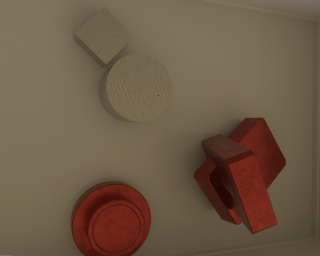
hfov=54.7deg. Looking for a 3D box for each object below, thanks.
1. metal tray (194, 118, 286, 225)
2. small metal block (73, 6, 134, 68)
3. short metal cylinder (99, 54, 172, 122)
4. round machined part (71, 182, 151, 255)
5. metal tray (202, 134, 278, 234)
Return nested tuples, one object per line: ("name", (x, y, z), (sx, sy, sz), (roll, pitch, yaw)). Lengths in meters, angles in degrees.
("metal tray", (0.117, 0.057, 0.436), (0.131, 0.030, 0.090), (-42, 111, -25))
("small metal block", (-0.070, -0.112, 0.385), (0.050, 0.025, 0.050), (45, 76, -15))
("short metal cylinder", (-0.032, -0.047, 0.386), (0.081, 0.050, 0.079), (0, 90, -21))
("round machined part", (-0.057, 0.118, 0.381), (0.099, 0.042, 0.097), (0, 90, -21))
("metal tray", (0.093, 0.062, 0.389), (0.030, 0.130, 0.090), (-21, 98, -2))
